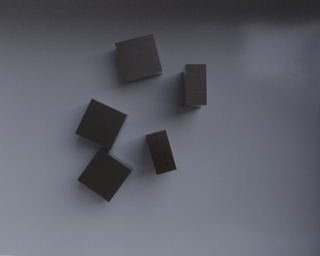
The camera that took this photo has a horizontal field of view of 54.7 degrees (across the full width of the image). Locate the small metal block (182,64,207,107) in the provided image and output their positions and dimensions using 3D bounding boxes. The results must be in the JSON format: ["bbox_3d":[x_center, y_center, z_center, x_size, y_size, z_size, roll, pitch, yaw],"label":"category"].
[{"bbox_3d":[0.044,-0.053,0.400,0.025,0.050,0.050,-1,90,0],"label":"small metal block"}]

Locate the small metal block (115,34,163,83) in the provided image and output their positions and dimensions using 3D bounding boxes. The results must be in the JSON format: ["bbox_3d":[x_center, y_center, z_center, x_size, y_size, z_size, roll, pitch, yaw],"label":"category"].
[{"bbox_3d":[-0.027,-0.091,0.411,0.050,0.025,0.050,-14,90,-1],"label":"small metal block"}]

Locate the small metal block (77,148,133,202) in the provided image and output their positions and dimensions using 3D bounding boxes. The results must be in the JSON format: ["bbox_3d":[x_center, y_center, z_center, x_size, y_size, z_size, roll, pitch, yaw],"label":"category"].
[{"bbox_3d":[-0.071,0.061,0.411,0.050,0.025,0.050,36,90,-1],"label":"small metal block"}]

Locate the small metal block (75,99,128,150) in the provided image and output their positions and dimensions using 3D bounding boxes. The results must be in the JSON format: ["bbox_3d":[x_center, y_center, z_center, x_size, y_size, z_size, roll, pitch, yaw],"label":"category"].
[{"bbox_3d":[-0.076,-0.005,0.410,0.050,0.025,0.050,25,90,-1],"label":"small metal block"}]

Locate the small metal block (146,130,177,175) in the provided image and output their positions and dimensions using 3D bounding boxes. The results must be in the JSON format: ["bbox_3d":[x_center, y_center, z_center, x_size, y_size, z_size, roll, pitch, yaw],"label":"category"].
[{"bbox_3d":[0.001,0.029,0.399,0.025,0.050,0.050,-15,90,0],"label":"small metal block"}]
